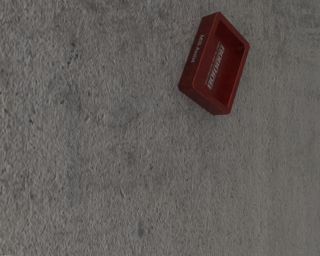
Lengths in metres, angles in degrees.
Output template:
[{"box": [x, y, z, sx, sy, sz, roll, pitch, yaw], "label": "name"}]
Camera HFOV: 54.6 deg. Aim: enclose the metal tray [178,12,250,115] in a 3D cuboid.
[{"box": [0.086, -0.096, 0.471, 0.090, 0.030, 0.130, 31, 71, -36], "label": "metal tray"}]
